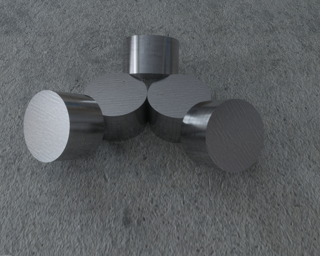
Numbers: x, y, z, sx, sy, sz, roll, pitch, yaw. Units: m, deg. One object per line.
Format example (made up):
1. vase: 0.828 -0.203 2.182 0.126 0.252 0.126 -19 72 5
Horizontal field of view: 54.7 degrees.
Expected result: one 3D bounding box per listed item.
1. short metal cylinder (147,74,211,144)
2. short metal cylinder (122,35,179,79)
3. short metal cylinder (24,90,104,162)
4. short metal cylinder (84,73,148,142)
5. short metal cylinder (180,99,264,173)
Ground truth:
1. short metal cylinder: 0.024 -0.026 0.410 0.080 0.050 0.080 0 50 0
2. short metal cylinder: -0.013 -0.098 0.444 0.080 0.080 0.050 1 93 1
3. short metal cylinder: -0.112 -0.002 0.362 0.080 0.080 0.050 39 20 28
4. short metal cylinder: -0.056 -0.029 0.412 0.080 0.050 0.080 0 50 0
5. short metal cylinder: 0.071 0.007 0.355 0.081 0.080 0.050 -30 15 -23
